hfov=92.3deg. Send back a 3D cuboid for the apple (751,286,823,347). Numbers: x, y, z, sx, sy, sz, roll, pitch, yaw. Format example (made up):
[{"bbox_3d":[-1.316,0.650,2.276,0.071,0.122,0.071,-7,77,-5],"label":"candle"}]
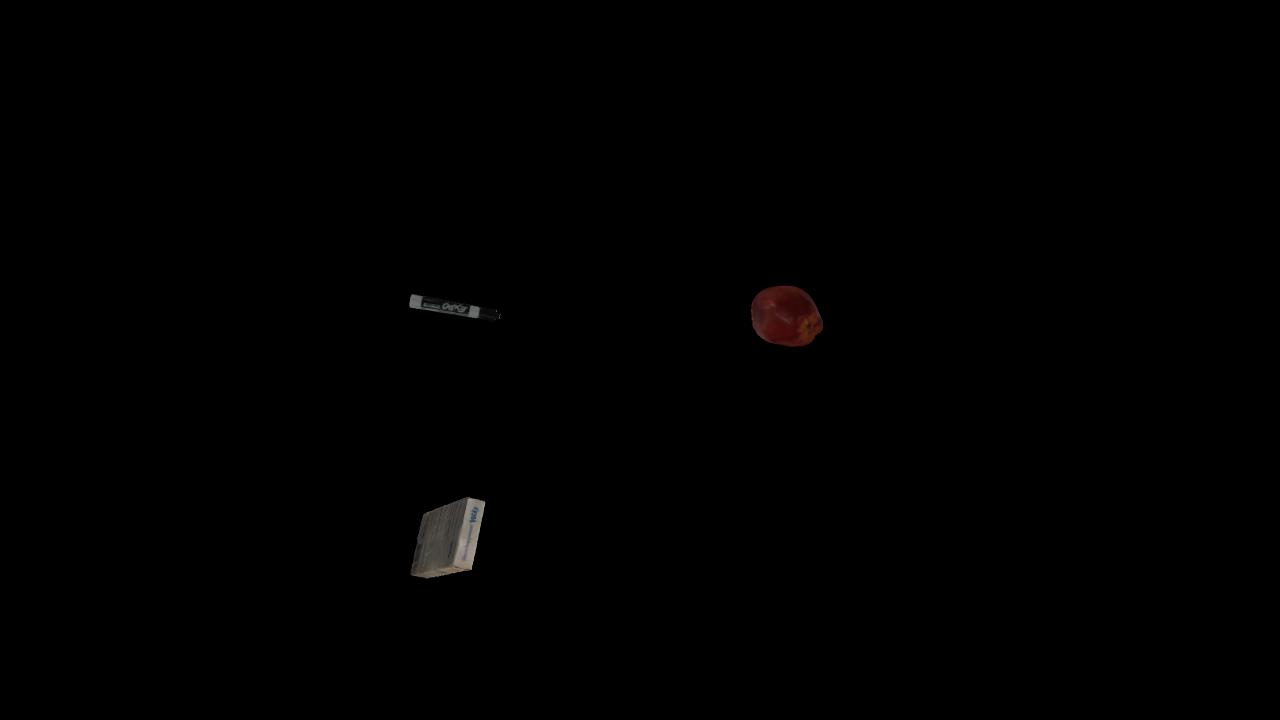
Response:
[{"bbox_3d":[0.179,-0.055,0.761,0.079,0.079,0.093,0,25,-26],"label":"apple"}]

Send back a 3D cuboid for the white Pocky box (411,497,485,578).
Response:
[{"bbox_3d":[-0.246,0.227,0.779,0.028,0.084,0.154,22,-32,-31],"label":"white Pocky box"}]

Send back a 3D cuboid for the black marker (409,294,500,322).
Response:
[{"bbox_3d":[-0.256,-0.071,0.854,0.121,0.020,0.020,9,-2,-12],"label":"black marker"}]
